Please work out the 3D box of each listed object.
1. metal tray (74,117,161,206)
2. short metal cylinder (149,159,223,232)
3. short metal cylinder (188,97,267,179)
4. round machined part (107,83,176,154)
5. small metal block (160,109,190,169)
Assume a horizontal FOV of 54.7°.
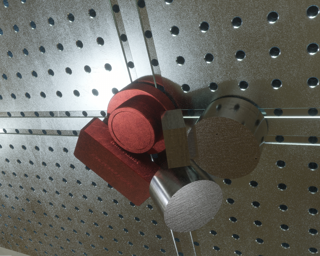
[{"bbox_3d":[-0.062,0.053,0.453,0.130,0.030,0.090,38,144,1],"label":"metal tray"},{"bbox_3d":[0.033,0.086,0.398,0.050,0.081,0.079,-131,31,-55],"label":"short metal cylinder"},{"bbox_3d":[0.078,0.011,0.356,0.080,0.050,0.079,13,124,21],"label":"short metal cylinder"},{"bbox_3d":[-0.028,-0.006,0.406,0.098,0.042,0.097,13,124,21],"label":"round machined part"},{"bbox_3d":[0.018,0.011,0.364,0.025,0.050,0.050,-8,117,1],"label":"small metal block"}]
